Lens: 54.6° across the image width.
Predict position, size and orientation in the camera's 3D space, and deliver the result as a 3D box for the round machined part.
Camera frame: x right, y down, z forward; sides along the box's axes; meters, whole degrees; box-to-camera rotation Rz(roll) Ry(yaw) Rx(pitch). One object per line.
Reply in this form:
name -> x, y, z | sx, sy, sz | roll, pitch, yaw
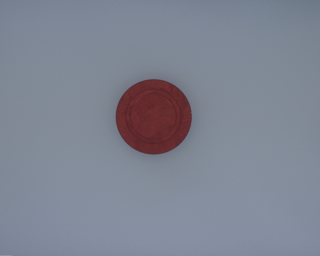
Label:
round machined part -> -0.008, -0.014, 0.400 | 0.099, 0.042, 0.097 | 0, 90, 0
